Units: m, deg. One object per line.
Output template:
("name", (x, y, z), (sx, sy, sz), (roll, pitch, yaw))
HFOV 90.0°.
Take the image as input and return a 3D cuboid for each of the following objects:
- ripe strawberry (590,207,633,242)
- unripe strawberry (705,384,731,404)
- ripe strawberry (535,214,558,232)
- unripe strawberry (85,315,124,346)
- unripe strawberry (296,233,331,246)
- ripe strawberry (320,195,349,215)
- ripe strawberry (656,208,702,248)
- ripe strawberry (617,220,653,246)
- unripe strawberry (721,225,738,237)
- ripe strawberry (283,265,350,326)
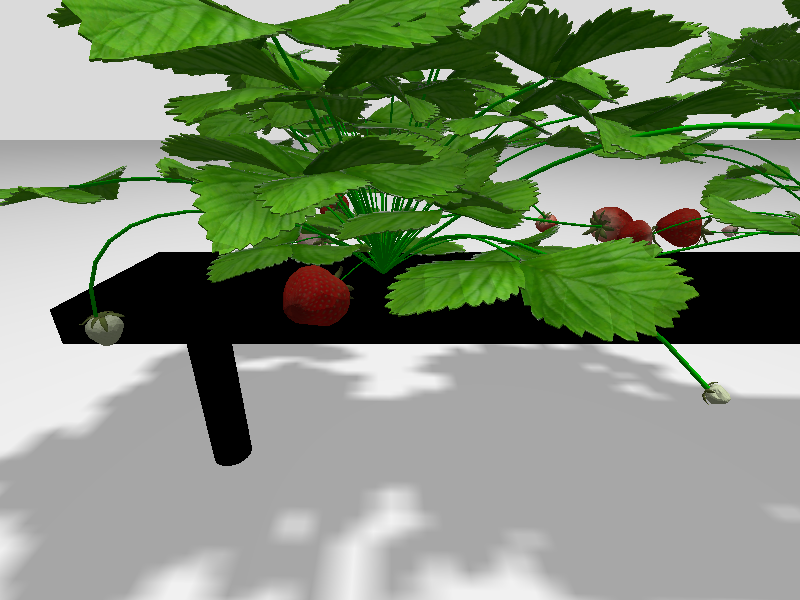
("ripe strawberry", (0.245, -0.086, 0.460), (0.041, 0.041, 0.045), (-9, 25, -21))
("unripe strawberry", (0.157, 0.047, 0.198), (0.011, 0.010, 0.010), (-20, 31, -38))
("ripe strawberry", (0.183, -0.093, 0.497), (0.028, 0.025, 0.026), (29, -13, 48))
("unripe strawberry", (-0.181, 0.019, 0.246), (0.019, 0.020, 0.018), (-18, 29, -35))
("unripe strawberry", (-0.094, -0.065, 0.421), (0.040, 0.039, 0.037), (17, 29, 35))
("ripe strawberry", (-0.093, -0.131, 0.565), (0.042, 0.044, 0.045), (-8, 23, -18))
("ripe strawberry", (0.310, -0.081, 0.445), (0.043, 0.043, 0.047), (15, 28, 32))
("ripe strawberry", (0.252, -0.069, 0.432), (0.033, 0.033, 0.036), (3, 23, 22))
("unripe strawberry", (0.402, -0.084, 0.489), (0.016, 0.014, 0.015), (-6, 24, -13))
("ripe strawberry", (-0.058, -0.001, 0.265), (0.045, 0.039, 0.046), (9, 26, 20))
